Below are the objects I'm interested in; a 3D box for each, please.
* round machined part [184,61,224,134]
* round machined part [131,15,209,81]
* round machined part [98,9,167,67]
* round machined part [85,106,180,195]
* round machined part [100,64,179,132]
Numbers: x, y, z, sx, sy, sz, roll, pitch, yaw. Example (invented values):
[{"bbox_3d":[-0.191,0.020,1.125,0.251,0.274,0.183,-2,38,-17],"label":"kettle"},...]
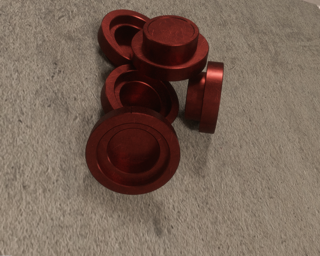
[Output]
[{"bbox_3d":[0.059,-0.043,0.424,0.042,0.098,0.098,8,54,7],"label":"round machined part"},{"bbox_3d":[0.013,-0.106,0.389,0.099,0.042,0.098,2,49,-2],"label":"round machined part"},{"bbox_3d":[-0.042,-0.119,0.444,0.099,0.042,0.098,14,56,-21],"label":"round machined part"},{"bbox_3d":[-0.029,0.021,0.341,0.098,0.097,0.042,25,20,-14],"label":"round machined part"},{"bbox_3d":[-0.029,-0.031,0.398,0.099,0.042,0.098,14,56,-21],"label":"round machined part"}]
